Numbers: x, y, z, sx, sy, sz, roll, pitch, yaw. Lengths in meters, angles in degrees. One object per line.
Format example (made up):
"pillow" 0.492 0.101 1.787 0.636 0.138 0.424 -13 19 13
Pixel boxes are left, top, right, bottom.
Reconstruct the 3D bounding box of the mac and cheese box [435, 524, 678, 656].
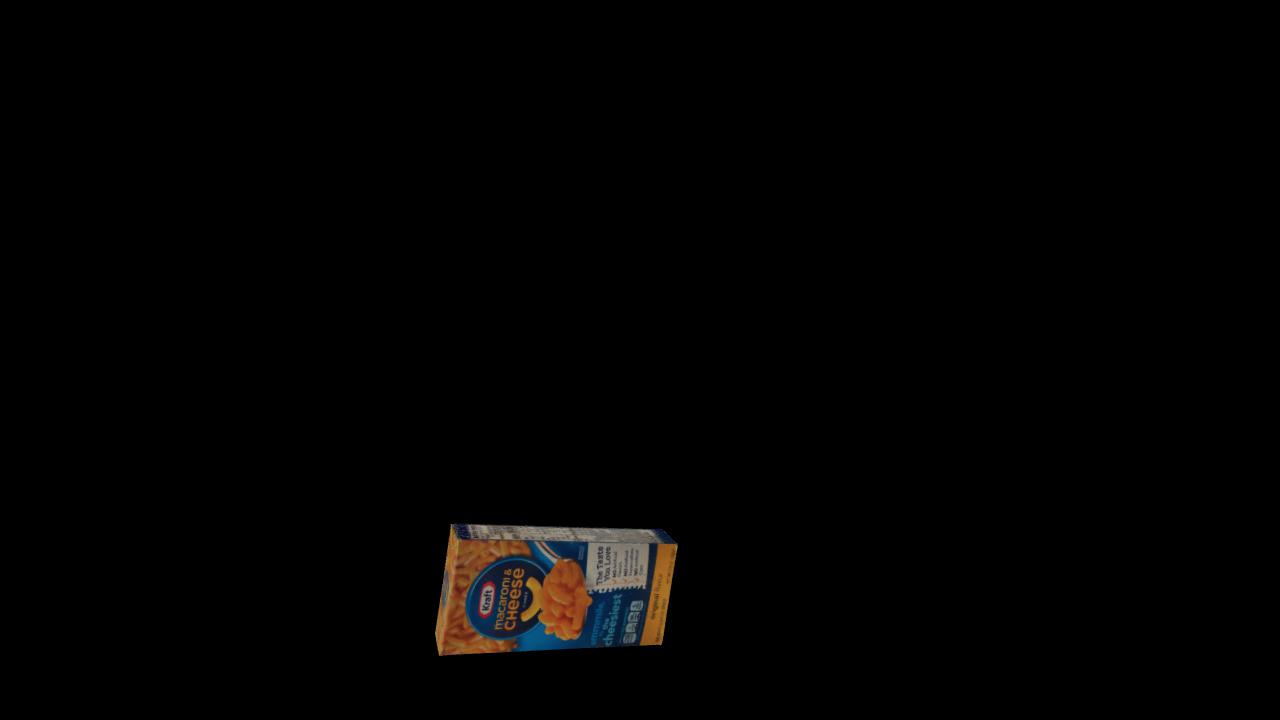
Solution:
"mac and cheese box" -0.064 0.184 0.500 0.184 0.093 0.041 8 5 -23
